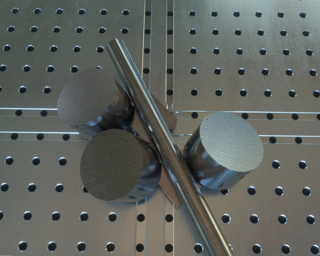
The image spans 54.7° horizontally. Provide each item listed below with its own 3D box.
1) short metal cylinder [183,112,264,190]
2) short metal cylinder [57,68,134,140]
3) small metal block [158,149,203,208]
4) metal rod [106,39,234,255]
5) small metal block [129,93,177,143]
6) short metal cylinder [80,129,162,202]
[{"bbox_3d":[0.074,0.027,0.372,0.081,0.050,0.080,11,53,-15],"label":"short metal cylinder"},{"bbox_3d":[-0.080,-0.028,0.389,0.080,0.050,0.080,-10,60,18],"label":"short metal cylinder"},{"bbox_3d":[0.024,0.063,0.385,0.050,0.025,0.050,-38,75,-13],"label":"small metal block"},{"bbox_3d":[0.003,0.014,0.376,0.025,0.025,0.299,-24,72,-9],"label":"metal rod"},{"bbox_3d":[-0.013,-0.009,0.411,0.050,0.025,0.050,-41,75,-14],"label":"small metal block"},{"bbox_3d":[-0.045,0.045,0.363,0.080,0.050,0.080,-6,73,21],"label":"short metal cylinder"}]
